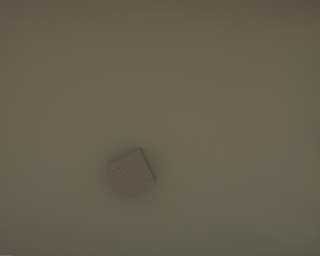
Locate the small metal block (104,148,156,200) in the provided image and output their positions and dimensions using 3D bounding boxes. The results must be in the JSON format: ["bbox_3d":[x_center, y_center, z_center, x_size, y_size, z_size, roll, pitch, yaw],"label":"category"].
[{"bbox_3d":[-0.038,0.060,0.411,0.050,0.025,0.050,-25,90,0],"label":"small metal block"}]
